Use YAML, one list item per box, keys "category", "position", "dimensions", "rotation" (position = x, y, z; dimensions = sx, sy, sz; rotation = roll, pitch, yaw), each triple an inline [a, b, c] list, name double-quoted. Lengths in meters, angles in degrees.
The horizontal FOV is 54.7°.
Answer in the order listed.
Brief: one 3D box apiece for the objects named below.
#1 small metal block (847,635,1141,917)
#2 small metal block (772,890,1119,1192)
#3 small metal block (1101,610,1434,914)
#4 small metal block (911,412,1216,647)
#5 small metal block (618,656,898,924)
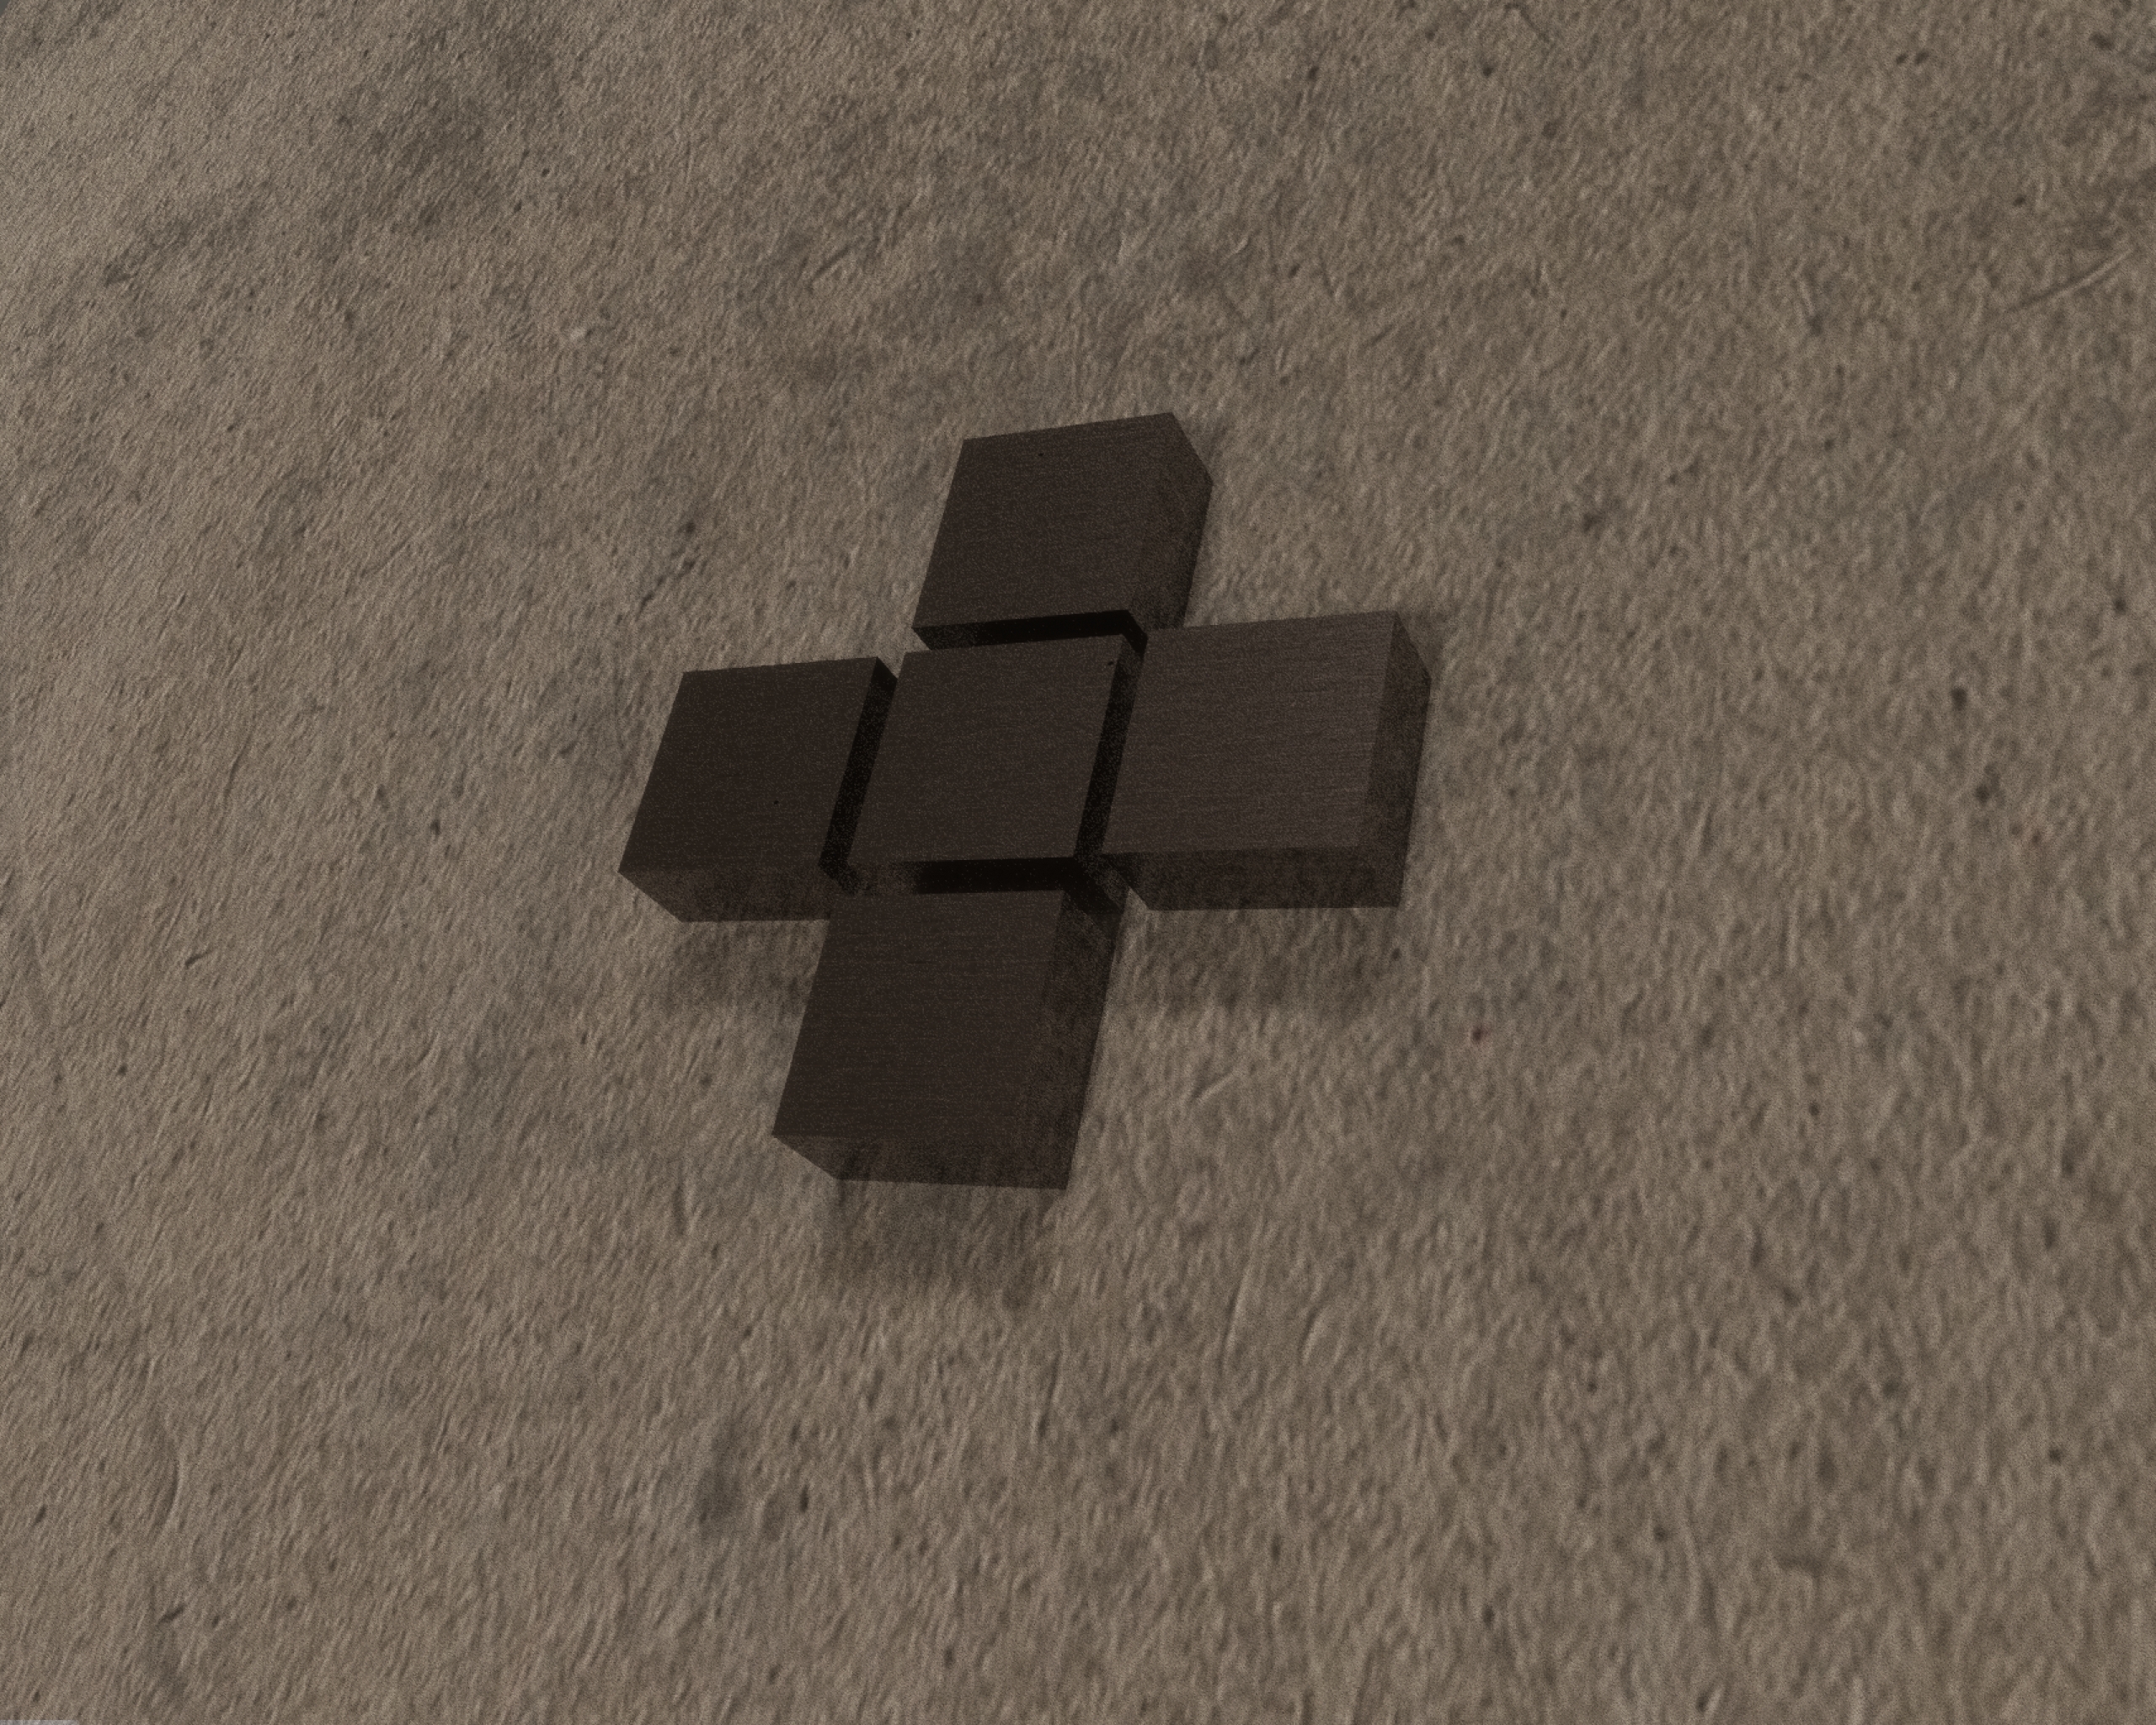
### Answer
- category: "small metal block"
  position: [-0.013, -0.017, 0.421]
  dimensions: [0.050, 0.025, 0.050]
  rotation: [-2, 61, 27]
- category: "small metal block"
  position: [-0.024, 0.034, 0.396]
  dimensions: [0.050, 0.025, 0.050]
  rotation: [-2, 61, 27]
- category: "small metal block"
  position: [0.037, -0.018, 0.396]
  dimensions: [0.050, 0.025, 0.050]
  rotation: [-2, 61, 27]
- category: "small metal block"
  position: [-0.002, -0.066, 0.446]
  dimensions: [0.050, 0.025, 0.050]
  rotation: [-2, 61, 27]
- category: "small metal block"
  position: [-0.064, -0.015, 0.446]
  dimensions: [0.050, 0.025, 0.050]
  rotation: [-2, 61, 27]
